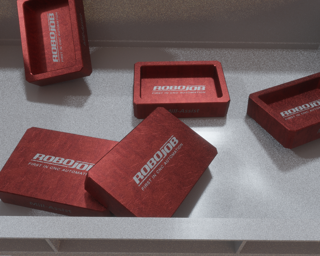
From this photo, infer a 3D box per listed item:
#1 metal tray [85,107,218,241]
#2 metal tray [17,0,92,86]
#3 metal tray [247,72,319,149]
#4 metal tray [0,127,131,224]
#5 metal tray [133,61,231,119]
[{"bbox_3d":[-0.005,0.043,0.340,0.090,0.030,0.131,38,51,8],"label":"metal tray"},{"bbox_3d":[-0.155,-0.134,0.454,0.090,0.030,0.129,-10,84,11],"label":"metal tray"},{"bbox_3d":[0.197,-0.028,0.416,0.131,0.030,0.090,-18,41,-15],"label":"metal tray"},{"bbox_3d":[-0.107,0.051,0.358,0.131,0.030,0.090,9,51,7],"label":"metal tray"},{"bbox_3d":[0.028,-0.058,0.450,0.131,0.030,0.090,-1,50,-2],"label":"metal tray"}]
